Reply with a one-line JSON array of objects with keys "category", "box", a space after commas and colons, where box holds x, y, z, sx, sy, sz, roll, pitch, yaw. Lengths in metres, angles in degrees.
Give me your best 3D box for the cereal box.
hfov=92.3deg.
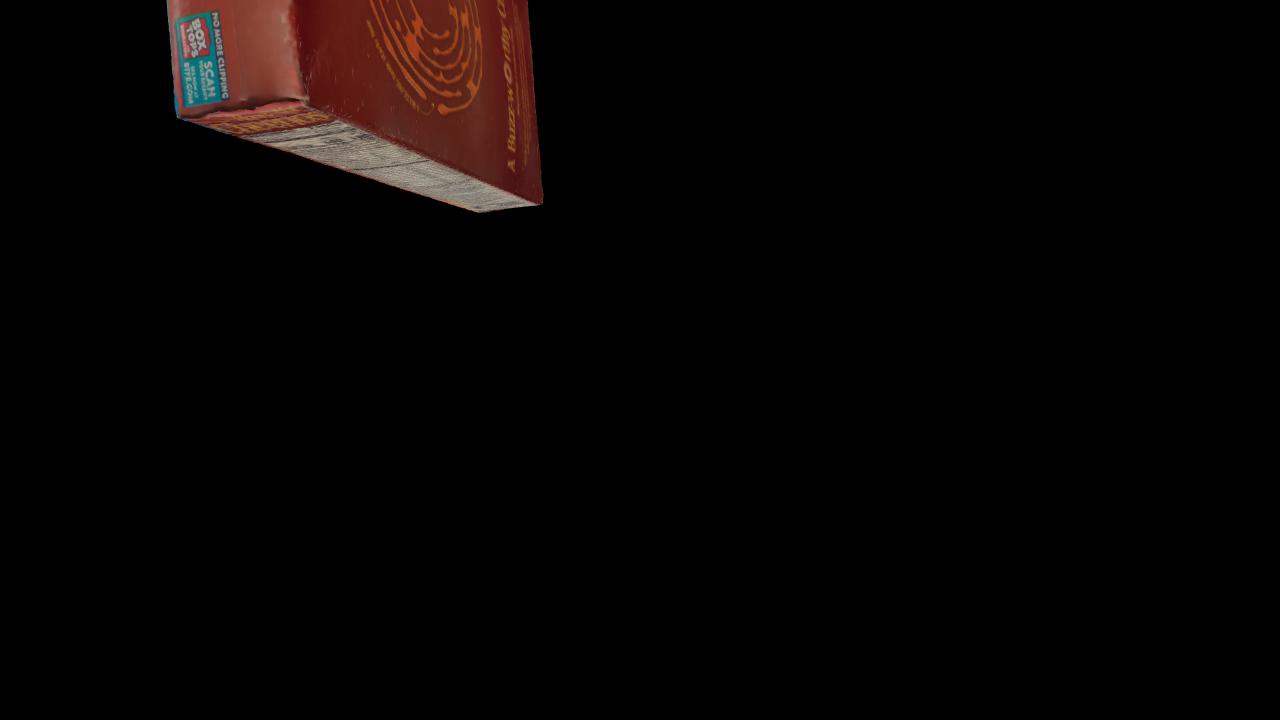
[{"category": "cereal box", "box": [-0.161, -0.226, 0.419, 0.081, 0.203, 0.306, -3, 5, 13]}]
